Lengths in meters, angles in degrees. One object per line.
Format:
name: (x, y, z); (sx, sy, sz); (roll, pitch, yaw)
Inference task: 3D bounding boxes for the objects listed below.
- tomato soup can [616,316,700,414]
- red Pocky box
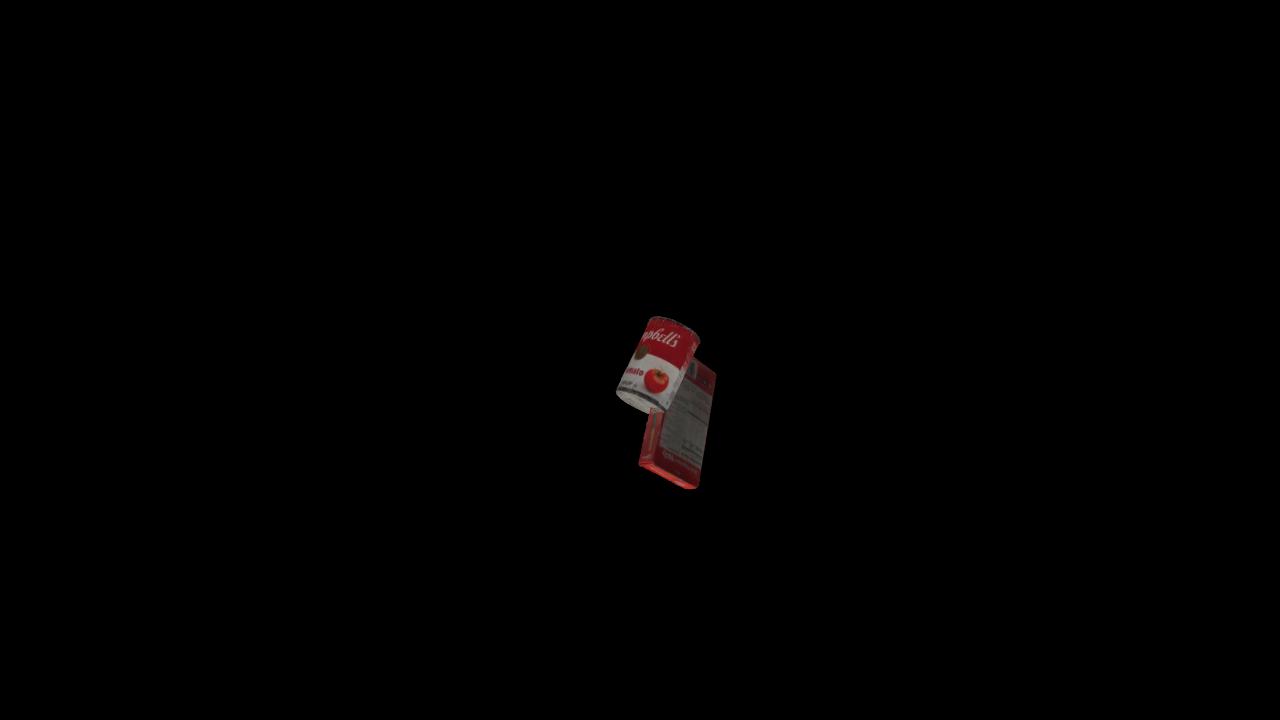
tomato soup can: (0.021, 0.009, 0.727); (0.068, 0.101, 0.068); (24, -15, 7)
red Pocky box: (0.047, 0.068, 0.736); (0.028, 0.155, 0.083); (-15, -39, 42)
